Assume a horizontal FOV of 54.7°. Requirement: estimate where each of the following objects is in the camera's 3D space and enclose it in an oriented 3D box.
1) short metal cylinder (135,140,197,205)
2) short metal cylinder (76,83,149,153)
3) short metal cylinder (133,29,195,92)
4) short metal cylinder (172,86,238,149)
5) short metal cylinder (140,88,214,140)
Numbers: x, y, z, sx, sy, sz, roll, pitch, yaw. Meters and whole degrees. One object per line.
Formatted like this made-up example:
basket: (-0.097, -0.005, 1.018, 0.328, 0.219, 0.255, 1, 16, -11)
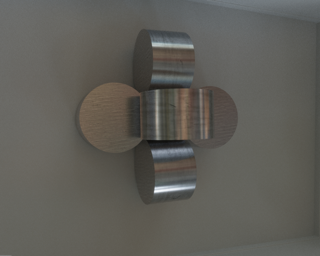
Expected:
short metal cylinder: (0.004, 0.051, 0.381, 0.050, 0.080, 0.080, -2, 91, -21)
short metal cylinder: (-0.058, -0.012, 0.374, 0.081, 0.050, 0.080, 0, 90, -20)
short metal cylinder: (0.002, -0.078, 0.380, 0.050, 0.080, 0.080, -2, 91, -21)
short metal cylinder: (0.056, -0.013, 0.415, 0.081, 0.050, 0.080, 0, 90, -20)
short metal cylinder: (0.019, -0.014, 0.339, 0.081, 0.080, 0.050, -1, 90, -20)
